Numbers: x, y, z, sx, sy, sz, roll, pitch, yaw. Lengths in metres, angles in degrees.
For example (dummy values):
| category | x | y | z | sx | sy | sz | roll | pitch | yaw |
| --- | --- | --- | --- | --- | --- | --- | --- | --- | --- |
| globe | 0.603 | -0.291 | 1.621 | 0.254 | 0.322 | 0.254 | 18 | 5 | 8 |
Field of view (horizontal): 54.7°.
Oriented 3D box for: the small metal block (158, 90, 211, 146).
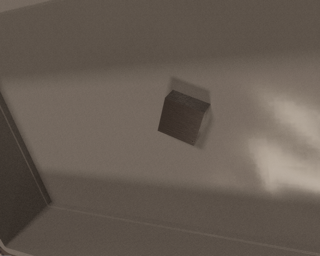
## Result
| category | x | y | z | sx | sy | sz | roll | pitch | yaw |
| --- | --- | --- | --- | --- | --- | --- | --- | --- | --- |
| small metal block | 0.029 | -0.013 | 0.384 | 0.050 | 0.025 | 0.050 | 23 | 127 | 14 |
